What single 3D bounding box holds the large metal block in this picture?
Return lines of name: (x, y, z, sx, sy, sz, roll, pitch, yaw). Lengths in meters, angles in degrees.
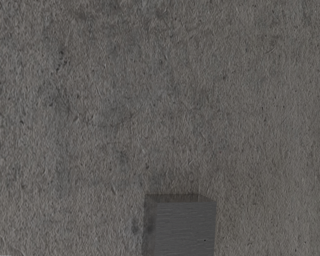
large metal block: (0.024, 0.131, 0.404, 0.081, 0.050, 0.080, 4, 89, -20)
